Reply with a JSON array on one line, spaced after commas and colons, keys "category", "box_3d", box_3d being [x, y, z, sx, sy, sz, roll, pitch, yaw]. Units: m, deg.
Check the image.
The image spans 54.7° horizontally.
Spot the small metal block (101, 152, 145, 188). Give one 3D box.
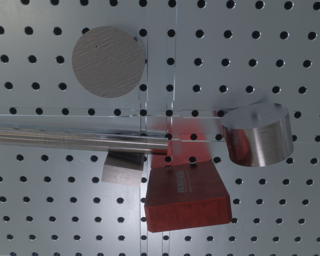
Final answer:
[{"category": "small metal block", "box_3d": [-0.049, 0.053, 0.419, 0.050, 0.050, 0.025, 10, 110, -4]}]

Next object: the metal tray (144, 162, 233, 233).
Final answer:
[{"category": "metal tray", "box_3d": [0.031, 0.079, 0.385, 0.091, 0.130, 0.030, -8, 100, 3]}]

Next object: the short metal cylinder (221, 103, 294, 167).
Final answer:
[{"category": "short metal cylinder", "box_3d": [0.121, 0.007, 0.388, 0.080, 0.080, 0.050, -15, 110, 5]}]

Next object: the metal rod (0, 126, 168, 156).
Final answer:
[{"category": "metal rod", "box_3d": [-0.141, 0.015, 0.417, 0.302, 0.025, 0.025, 4, 110, -2]}]

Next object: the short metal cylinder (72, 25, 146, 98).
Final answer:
[{"category": "short metal cylinder", "box_3d": [-0.058, -0.081, 0.370, 0.081, 0.050, 0.079, 0, 110, 0]}]
